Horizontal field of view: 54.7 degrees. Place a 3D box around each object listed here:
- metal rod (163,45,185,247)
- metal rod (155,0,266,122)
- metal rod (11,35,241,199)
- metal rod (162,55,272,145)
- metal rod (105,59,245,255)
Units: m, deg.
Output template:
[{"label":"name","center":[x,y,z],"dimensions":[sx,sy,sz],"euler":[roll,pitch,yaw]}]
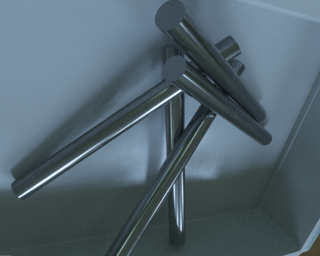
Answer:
[{"label":"metal rod","center":[0.021,0.040,0.422],"dimensions":[0.025,0.025,0.298],"euler":[-13,116,-22]},{"label":"metal rod","center":[0.080,-0.052,0.356],"dimensions":[0.025,0.025,0.301],"euler":[-52,149,9]},{"label":"metal rod","center":[-0.041,-0.010,0.356],"dimensions":[0.301,0.025,0.025],"euler":[-34,130,3]},{"label":"metal rod","center":[0.094,-0.018,0.398],"dimensions":[0.025,0.025,0.301],"euler":[-53,145,10]},{"label":"metal rod","center":[0.023,0.037,0.384],"dimensions":[0.025,0.025,0.300],"euler":[44,73,-40]}]
